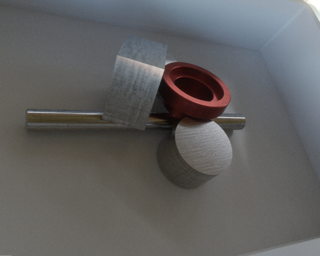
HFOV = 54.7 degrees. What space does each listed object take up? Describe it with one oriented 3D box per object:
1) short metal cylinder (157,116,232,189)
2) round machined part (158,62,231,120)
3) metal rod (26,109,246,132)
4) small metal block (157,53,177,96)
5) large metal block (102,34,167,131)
[{"bbox_3d":[0.043,0.030,0.393,0.081,0.050,0.080,14,56,-21],"label":"short metal cylinder"},{"bbox_3d":[0.042,-0.044,0.420,0.099,0.042,0.098,15,39,-12],"label":"round machined part"},{"bbox_3d":[-0.010,-0.009,0.403,0.303,0.025,0.025,0,62,-29],"label":"metal rod"},{"bbox_3d":[0.006,-0.080,0.458,0.050,0.025,0.050,-23,75,-37],"label":"small metal block"},{"bbox_3d":[-0.029,-0.056,0.370,0.050,0.079,0.080,16,32,-6],"label":"large metal block"}]
